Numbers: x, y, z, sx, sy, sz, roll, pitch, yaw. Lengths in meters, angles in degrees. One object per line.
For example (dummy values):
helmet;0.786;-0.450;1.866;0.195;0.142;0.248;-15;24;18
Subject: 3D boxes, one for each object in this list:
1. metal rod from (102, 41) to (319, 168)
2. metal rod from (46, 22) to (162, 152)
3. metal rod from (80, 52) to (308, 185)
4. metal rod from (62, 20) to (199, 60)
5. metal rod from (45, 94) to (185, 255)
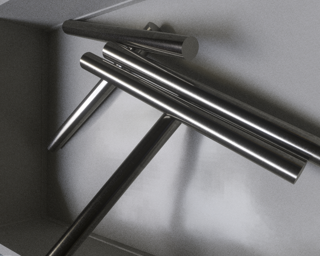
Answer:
metal rod;0.048;-0.036;0.343;0.300;0.025;0.025;31;109;28
metal rod;-0.101;-0.049;0.490;0.299;0.025;0.025;-41;65;32
metal rod;0.014;-0.026;0.352;0.300;0.025;0.025;30;109;29
metal rod;-0.063;-0.129;0.431;0.300;0.025;0.025;26;106;45
metal rod;-0.056;0.074;0.372;0.025;0.025;0.300;38;88;33
